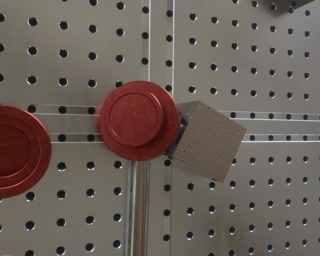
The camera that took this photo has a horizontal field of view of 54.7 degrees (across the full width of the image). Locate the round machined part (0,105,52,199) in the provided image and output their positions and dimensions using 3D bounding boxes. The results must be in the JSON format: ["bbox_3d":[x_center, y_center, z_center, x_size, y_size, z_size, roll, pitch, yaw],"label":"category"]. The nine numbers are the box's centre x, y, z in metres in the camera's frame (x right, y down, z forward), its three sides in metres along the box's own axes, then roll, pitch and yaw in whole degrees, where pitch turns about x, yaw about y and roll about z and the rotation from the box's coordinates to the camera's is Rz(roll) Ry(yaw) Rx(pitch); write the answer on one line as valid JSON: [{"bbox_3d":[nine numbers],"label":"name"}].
[{"bbox_3d":[-0.172,0.025,0.340,0.099,0.042,0.097,0,90,-20],"label":"round machined part"}]

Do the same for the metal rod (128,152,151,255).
[{"bbox_3d":[-0.028,0.137,0.402,0.025,0.025,0.298,2,89,-20],"label":"metal rod"}]

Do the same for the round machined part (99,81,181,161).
[{"bbox_3d":[-0.026,-0.010,0.370,0.098,0.042,0.097,-1,82,11],"label":"round machined part"}]

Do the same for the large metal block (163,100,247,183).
[{"bbox_3d":[0.057,0.018,0.420,0.080,0.050,0.080,29,81,-18],"label":"large metal block"}]

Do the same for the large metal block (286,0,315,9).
[{"bbox_3d":[0.217,-0.249,0.479,0.080,0.050,0.080,31,80,-18],"label":"large metal block"}]
